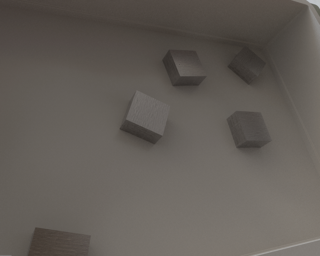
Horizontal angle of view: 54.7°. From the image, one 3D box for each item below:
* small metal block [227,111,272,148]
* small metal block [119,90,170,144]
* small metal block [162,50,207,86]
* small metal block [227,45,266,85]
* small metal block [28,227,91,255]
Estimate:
[{"bbox_3d":[0.137,0.002,0.478,0.050,0.025,0.050,1,61,-28],"label":"small metal block"},{"bbox_3d":[-0.019,-0.014,0.404,0.050,0.025,0.050,25,53,-13],"label":"small metal block"},{"bbox_3d":[0.038,-0.094,0.483,0.050,0.025,0.050,-6,65,-31],"label":"small metal block"},{"bbox_3d":[0.157,-0.114,0.560,0.050,0.025,0.050,41,51,-1],"label":"small metal block"},{"bbox_3d":[-0.095,0.122,0.280,0.050,0.025,0.050,16,55,-19],"label":"small metal block"}]
